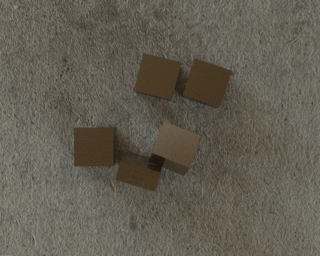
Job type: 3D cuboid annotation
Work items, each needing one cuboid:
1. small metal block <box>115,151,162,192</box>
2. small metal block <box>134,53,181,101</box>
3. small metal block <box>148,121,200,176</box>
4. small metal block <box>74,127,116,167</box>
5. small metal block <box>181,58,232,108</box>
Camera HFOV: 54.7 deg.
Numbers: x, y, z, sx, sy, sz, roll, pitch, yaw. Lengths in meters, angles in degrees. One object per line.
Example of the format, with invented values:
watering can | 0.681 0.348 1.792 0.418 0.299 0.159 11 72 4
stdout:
small metal block | -0.025 0.054 0.396 0.050 0.050 0.025 17 99 0
small metal block | -0.003 -0.066 0.410 0.050 0.025 0.050 14 90 0
small metal block | 0.018 0.026 0.398 0.050 0.025 0.050 22 56 0
small metal block | -0.085 0.024 0.409 0.050 0.025 0.050 -1 90 0
small metal block | 0.061 -0.058 0.410 0.050 0.025 0.050 19 90 0
